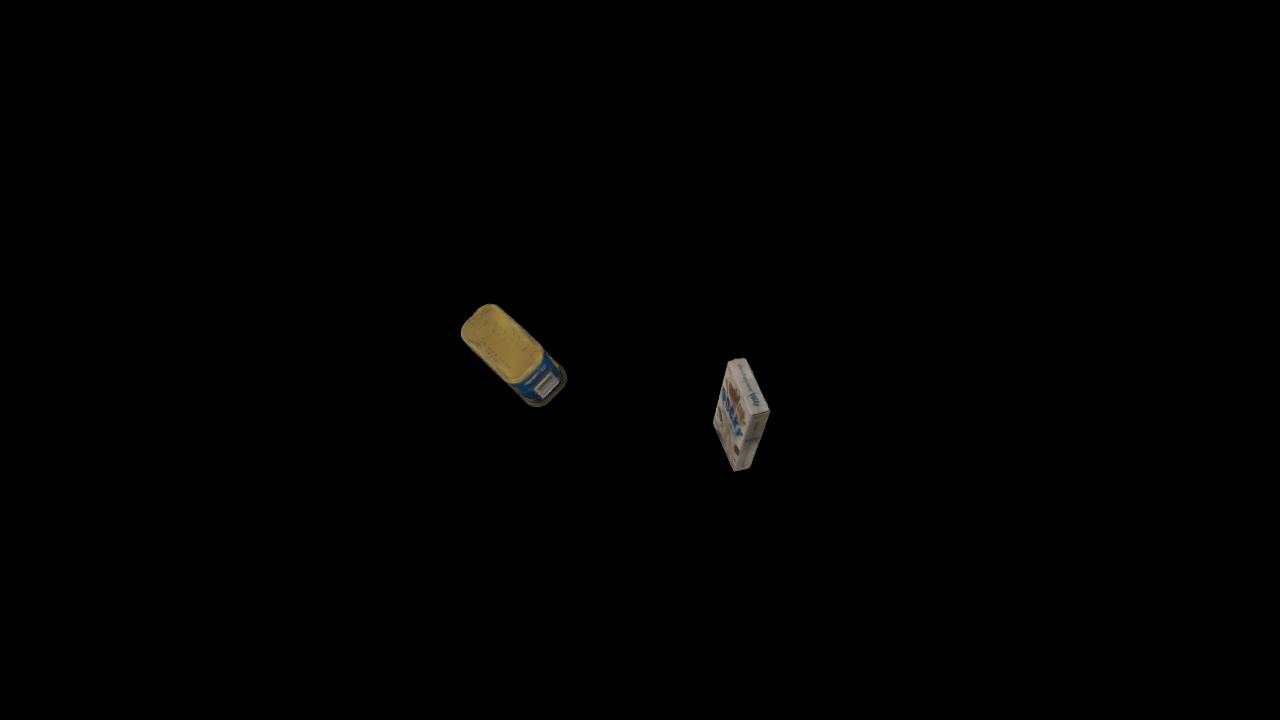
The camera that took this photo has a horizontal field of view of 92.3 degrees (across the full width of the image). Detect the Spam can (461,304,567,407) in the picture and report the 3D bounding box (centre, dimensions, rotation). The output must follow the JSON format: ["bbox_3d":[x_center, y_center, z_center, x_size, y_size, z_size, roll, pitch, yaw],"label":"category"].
[{"bbox_3d":[-0.136,-0.005,0.670,0.101,0.058,0.085,40,-9,18],"label":"Spam can"}]

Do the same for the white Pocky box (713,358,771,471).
[{"bbox_3d":[0.130,0.075,0.803,0.028,0.084,0.154,-12,-35,-10],"label":"white Pocky box"}]
